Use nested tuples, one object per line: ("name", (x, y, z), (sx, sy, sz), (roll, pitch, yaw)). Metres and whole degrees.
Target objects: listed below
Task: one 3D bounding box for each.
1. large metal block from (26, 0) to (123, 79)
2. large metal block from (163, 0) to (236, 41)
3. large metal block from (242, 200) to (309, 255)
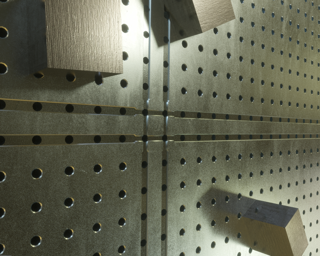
("large metal block", (-0.087, -0.096, 0.321), (0.081, 0.050, 0.079), (-3, 92, -40))
("large metal block", (0.054, -0.179, 0.440), (0.081, 0.050, 0.080), (-33, 111, -35))
("large metal block", (0.205, 0.182, 0.549), (0.050, 0.080, 0.080), (-35, 112, -35))
